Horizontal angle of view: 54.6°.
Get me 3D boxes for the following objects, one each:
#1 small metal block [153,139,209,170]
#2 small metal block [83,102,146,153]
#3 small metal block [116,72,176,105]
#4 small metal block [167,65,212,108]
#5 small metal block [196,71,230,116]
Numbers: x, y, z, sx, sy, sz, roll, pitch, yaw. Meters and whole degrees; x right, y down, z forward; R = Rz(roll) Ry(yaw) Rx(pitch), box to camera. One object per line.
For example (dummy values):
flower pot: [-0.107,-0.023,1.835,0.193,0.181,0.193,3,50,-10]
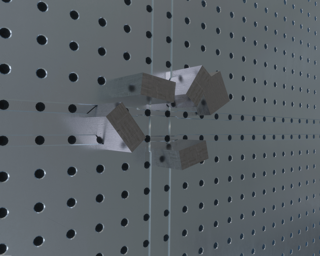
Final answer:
small metal block: [0.028,0.034,0.415,0.050,0.050,0.025,-17,101,-39]
small metal block: [-0.051,-0.001,0.349,0.025,0.050,0.050,-47,118,-29]
small metal block: [-0.017,-0.046,0.377,0.050,0.050,0.025,9,84,-40]
small metal block: [0.036,-0.055,0.421,0.025,0.050,0.050,44,63,-31]
small metal block: [0.075,-0.053,0.470,0.050,0.025,0.050,-35,111,-34]
